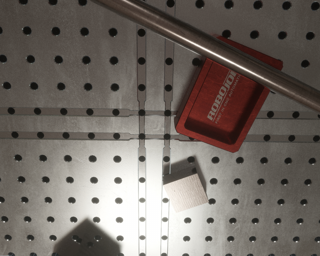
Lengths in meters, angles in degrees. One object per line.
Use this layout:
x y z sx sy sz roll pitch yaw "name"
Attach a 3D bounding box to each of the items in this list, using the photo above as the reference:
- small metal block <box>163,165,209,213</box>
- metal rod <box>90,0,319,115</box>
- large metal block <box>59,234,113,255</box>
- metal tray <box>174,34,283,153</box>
0.037 0.088 0.447 0.050 0.025 0.050 -21 109 7 "small metal block"
0.068 -0.085 0.350 0.301 0.025 0.025 24 108 -9 "metal rod"
-0.120 0.228 0.483 0.080 0.050 0.080 -42 105 13 "large metal block"
0.083 -0.042 0.396 0.091 0.030 0.129 20 109 -8 "metal tray"
